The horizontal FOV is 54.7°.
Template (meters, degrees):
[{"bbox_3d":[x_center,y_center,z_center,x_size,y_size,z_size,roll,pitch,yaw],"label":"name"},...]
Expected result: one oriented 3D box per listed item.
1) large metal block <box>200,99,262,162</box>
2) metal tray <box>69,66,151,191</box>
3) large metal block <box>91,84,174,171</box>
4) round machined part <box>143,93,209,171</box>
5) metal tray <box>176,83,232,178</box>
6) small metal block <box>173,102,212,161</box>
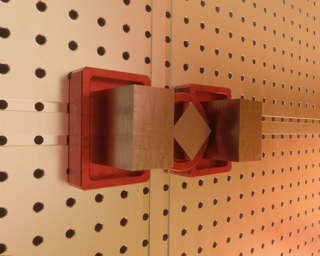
[{"bbox_3d":[0.093,0.003,0.433,0.050,0.080,0.080,2,89,-40],"label":"large metal block"},{"bbox_3d":[-0.055,0.001,0.358,0.091,0.030,0.129,1,89,-40],"label":"metal tray"},{"bbox_3d":[-0.031,0.000,0.330,0.050,0.080,0.080,1,90,-40],"label":"large metal block"},{"bbox_3d":[0.015,0.005,0.399,0.099,0.042,0.097,0,90,-40],"label":"round machined part"},{"bbox_3d":[0.066,0.003,0.460,0.091,0.030,0.129,0,90,-40],"label":"metal tray"},{"bbox_3d":[0.030,0.004,0.381,0.050,0.025,0.050,52,60,-27],"label":"small metal block"}]
